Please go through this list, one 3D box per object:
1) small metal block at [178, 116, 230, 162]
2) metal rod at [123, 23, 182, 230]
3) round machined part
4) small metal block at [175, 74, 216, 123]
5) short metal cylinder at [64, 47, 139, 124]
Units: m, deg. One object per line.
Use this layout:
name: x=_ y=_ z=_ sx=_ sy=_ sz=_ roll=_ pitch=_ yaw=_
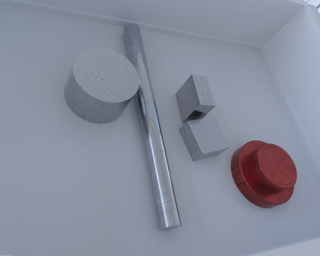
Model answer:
small metal block: x=0.062 y=0.014 z=0.432 sx=0.050 sy=0.025 sz=0.050 roll=-10 pitch=67 yaw=-33
metal rod: x=-0.016 y=-0.020 z=0.410 sx=0.025 sy=0.025 sz=0.299 roll=3 pitch=61 yaw=-27
round machined part: x=0.155 y=0.061 z=0.443 sx=0.099 sy=0.042 sz=0.098 roll=14 pitch=56 yaw=-21
small metal block: x=0.049 y=-0.040 z=0.443 sx=0.025 sy=0.050 sz=0.050 roll=3 pitch=60 yaw=-27
short metal cylinder: x=-0.072 y=-0.052 z=0.384 sx=0.081 sy=0.050 sz=0.080 roll=14 pitch=56 yaw=-21
